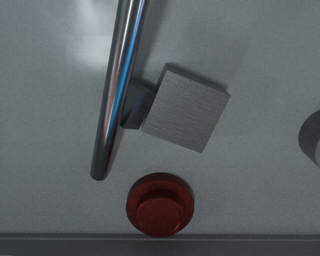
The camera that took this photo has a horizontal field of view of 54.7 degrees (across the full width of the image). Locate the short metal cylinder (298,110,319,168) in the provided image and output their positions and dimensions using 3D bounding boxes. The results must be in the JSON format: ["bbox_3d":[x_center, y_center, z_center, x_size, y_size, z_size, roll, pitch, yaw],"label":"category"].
[{"bbox_3d":[0.234,0.018,0.408,0.081,0.050,0.079,0,110,-1],"label":"short metal cylinder"}]

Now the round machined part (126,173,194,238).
[{"bbox_3d":[0.000,0.117,0.446,0.099,0.042,0.097,0,110,-1],"label":"round machined part"}]

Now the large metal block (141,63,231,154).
[{"bbox_3d":[0.029,-0.025,0.389,0.080,0.050,0.079,21,109,-9],"label":"large metal block"}]

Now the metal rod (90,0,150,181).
[{"bbox_3d":[-0.048,-0.035,0.332,0.025,0.025,0.298,15,135,-6],"label":"metal rod"}]

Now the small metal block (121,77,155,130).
[{"bbox_3d":[-0.040,-0.033,0.383,0.025,0.050,0.050,5,117,-48],"label":"small metal block"}]
